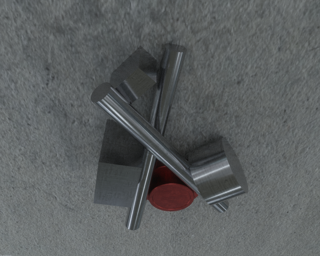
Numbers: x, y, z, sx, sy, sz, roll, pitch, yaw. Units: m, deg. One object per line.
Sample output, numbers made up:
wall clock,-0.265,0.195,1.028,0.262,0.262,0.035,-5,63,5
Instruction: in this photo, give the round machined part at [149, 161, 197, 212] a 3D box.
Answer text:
round machined part,0.017,0.092,0.477,0.099,0.042,0.097,-1,130,0

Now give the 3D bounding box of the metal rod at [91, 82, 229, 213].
metal rod,0.021,0.045,0.402,0.025,0.025,0.300,-26,135,20

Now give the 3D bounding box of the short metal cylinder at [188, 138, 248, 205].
short metal cylinder,0.080,0.059,0.425,0.050,0.080,0.080,-26,126,20

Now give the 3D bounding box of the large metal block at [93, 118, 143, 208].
large metal block,-0.054,0.046,0.412,0.050,0.080,0.079,9,130,-8

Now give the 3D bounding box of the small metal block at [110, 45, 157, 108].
small metal block,-0.030,-0.056,0.344,0.050,0.050,0.025,-37,121,27

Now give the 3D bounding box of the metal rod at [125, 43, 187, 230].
metal rod,-0.014,0.034,0.417,0.025,0.025,0.298,9,124,-8
